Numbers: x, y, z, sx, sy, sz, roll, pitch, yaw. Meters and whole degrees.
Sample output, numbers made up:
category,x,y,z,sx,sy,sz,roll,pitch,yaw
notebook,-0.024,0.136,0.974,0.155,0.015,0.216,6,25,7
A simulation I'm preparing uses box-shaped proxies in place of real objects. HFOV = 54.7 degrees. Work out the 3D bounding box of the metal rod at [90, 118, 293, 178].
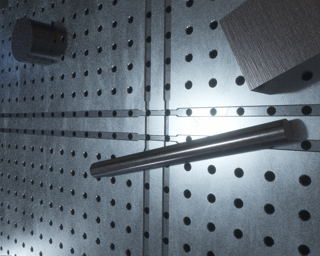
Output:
category,x,y,z,sx,sy,sz,roll,pitch,yaw
metal rod,0.013,0.035,0.396,0.300,0.025,0.025,-16,80,38

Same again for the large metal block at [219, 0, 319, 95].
category,x,y,z,sx,sy,sz,roll,pitch,yaw
large metal block,0.116,-0.088,0.297,0.080,0.050,0.080,-30,71,35

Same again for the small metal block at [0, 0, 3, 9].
category,x,y,z,sx,sy,sz,roll,pitch,yaw
small metal block,-0.392,-0.306,0.712,0.025,0.050,0.050,15,100,39

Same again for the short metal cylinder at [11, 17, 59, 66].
category,x,y,z,sx,sy,sz,roll,pitch,yaw
short metal cylinder,-0.237,-0.161,0.585,0.080,0.050,0.079,0,90,39
